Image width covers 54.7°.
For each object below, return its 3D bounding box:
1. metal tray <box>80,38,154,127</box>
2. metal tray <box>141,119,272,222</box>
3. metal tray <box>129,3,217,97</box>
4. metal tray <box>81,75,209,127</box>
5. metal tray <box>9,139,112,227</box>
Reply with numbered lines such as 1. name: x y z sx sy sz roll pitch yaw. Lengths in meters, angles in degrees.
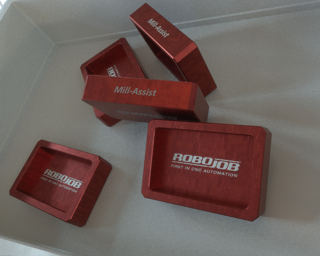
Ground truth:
1. metal tray: -0.068 -0.075 0.484 0.090 0.030 0.130 -32 52 7
2. metal tray: 0.046 0.039 0.332 0.130 0.030 0.089 5 88 30
3. metal tray: 0.017 -0.103 0.418 0.030 0.090 0.130 -39 51 2
4. metal tray: -0.014 -0.029 0.370 0.130 0.090 0.030 7 80 18
5. metal tray: -0.140 0.072 0.431 0.130 0.030 0.090 11 67 32
